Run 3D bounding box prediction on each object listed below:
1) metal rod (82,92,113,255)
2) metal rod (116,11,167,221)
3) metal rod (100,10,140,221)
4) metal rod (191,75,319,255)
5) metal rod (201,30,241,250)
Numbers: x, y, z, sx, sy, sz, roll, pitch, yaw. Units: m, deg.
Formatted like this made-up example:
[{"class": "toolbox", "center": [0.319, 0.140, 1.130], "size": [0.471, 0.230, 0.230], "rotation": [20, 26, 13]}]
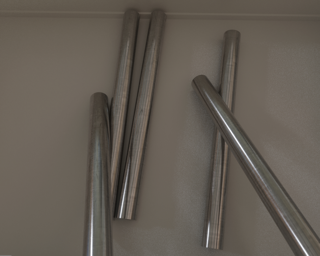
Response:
[{"class": "metal rod", "center": [-0.062, 0.057, 0.313], "size": [0.025, 0.025, 0.300], "rotation": [-9, 41, -3]}, {"class": "metal rod", "center": [-0.021, -0.031, 0.420], "size": [0.025, 0.025, 0.299], "rotation": [7, 70, 2]}, {"class": "metal rod", "center": [-0.054, -0.031, 0.420], "size": [0.025, 0.025, 0.299], "rotation": [4, 70, 1]}, {"class": "metal rod", "center": [0.097, 0.035, 0.331], "size": [0.025, 0.025, 0.300], "rotation": [-17, 46, -6]}, {"class": "metal rod", "center": [0.084, 0.001, 0.409], "size": [0.025, 0.025, 0.299], "rotation": [9, 70, 3]}]
